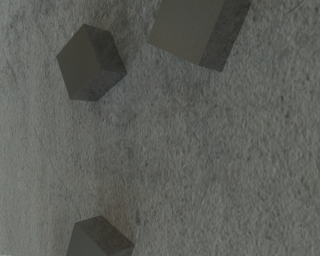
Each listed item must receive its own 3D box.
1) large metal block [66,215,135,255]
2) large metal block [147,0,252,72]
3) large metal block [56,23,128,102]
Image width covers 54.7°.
[{"bbox_3d":[-0.093,0.192,0.463,0.080,0.050,0.079,28,107,36],"label":"large metal block"},{"bbox_3d":[0.042,-0.118,0.352,0.080,0.050,0.079,33,111,34],"label":"large metal block"},{"bbox_3d":[-0.106,-0.096,0.474,0.080,0.050,0.080,-34,69,34],"label":"large metal block"}]
